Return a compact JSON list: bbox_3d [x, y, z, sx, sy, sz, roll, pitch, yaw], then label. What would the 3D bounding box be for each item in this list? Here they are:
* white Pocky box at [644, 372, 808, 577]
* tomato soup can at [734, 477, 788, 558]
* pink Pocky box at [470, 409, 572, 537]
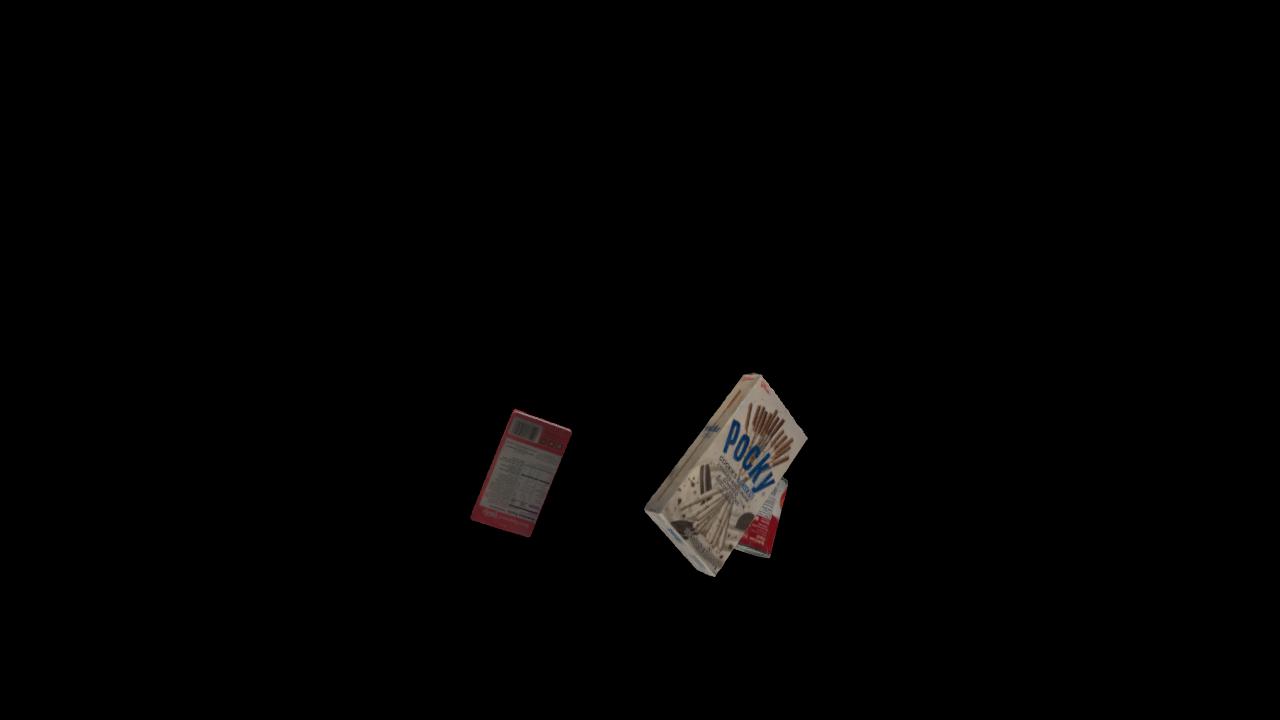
[{"bbox_3d":[0.076,0.094,0.518,0.154,0.084,0.028,-49,23,-25],"label":"white Pocky box"},{"bbox_3d":[0.148,0.197,0.800,0.068,0.101,0.068,17,-19,6],"label":"tomato soup can"},{"bbox_3d":[-0.158,0.151,0.819,0.084,0.155,0.029,22,1,-13],"label":"pink Pocky box"}]
